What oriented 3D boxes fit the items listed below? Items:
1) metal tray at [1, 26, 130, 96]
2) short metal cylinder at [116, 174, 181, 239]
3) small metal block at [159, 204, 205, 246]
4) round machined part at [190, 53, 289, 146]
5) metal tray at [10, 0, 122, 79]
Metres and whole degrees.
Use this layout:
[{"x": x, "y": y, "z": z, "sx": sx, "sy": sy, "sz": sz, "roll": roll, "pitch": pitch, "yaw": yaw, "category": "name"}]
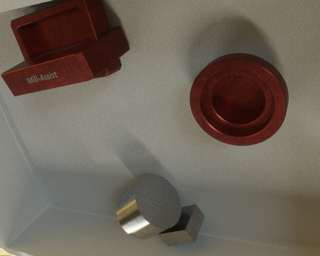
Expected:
[{"x": -0.113, "y": -0.080, "z": 0.372, "sx": 0.130, "sy": 0.090, "sz": 0.030, "roll": -5, "pitch": 121, "yaw": 30, "category": "metal tray"}, {"x": -0.016, "y": 0.114, "z": 0.451, "sx": 0.080, "sy": 0.080, "sz": 0.050, "roll": 46, "pitch": 129, "yaw": -4, "category": "short metal cylinder"}, {"x": 0.033, "y": 0.146, "z": 0.463, "sx": 0.050, "sy": 0.050, "sz": 0.025, "roll": -24, "pitch": 108, "yaw": 36, "category": "small metal block"}, {"x": 0.085, "y": -0.033, "z": 0.332, "sx": 0.098, "sy": 0.042, "sz": 0.097, "roll": 13, "pitch": 124, "yaw": 20, "category": "round machined part"}, {"x": -0.119, "y": -0.104, "z": 0.386, "sx": 0.130, "sy": 0.030, "sz": 0.089, "roll": -3, "pitch": 114, "yaw": 31, "category": "metal tray"}]
